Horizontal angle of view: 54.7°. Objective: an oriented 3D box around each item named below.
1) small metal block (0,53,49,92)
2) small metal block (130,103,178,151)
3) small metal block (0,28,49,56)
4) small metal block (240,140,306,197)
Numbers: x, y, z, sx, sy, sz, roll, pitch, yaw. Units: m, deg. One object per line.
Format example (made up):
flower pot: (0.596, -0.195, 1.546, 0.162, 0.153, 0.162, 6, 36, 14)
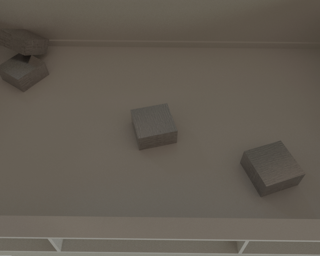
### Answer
small metal block: (-0.211, -0.088, 0.478, 0.050, 0.025, 0.050, 28, 56, 21)
small metal block: (-0.008, -0.002, 0.407, 0.050, 0.025, 0.050, -11, 51, -9)
small metal block: (-0.216, -0.137, 0.493, 0.050, 0.025, 0.050, 24, 22, 12)
small metal block: (0.131, 0.047, 0.366, 0.050, 0.025, 0.050, -15, 52, -12)
